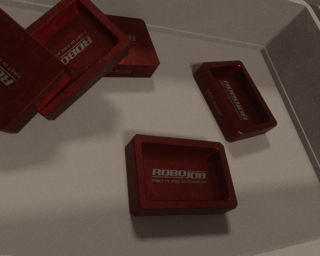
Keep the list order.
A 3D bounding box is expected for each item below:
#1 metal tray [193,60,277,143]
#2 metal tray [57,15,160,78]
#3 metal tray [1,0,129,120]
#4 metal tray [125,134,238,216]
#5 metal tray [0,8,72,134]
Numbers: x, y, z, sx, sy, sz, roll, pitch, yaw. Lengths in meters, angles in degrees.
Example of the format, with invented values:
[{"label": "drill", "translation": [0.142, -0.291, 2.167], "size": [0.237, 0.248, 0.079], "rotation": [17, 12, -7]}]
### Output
[{"label": "metal tray", "translation": [0.120, -0.047, 0.497], "size": [0.091, 0.030, 0.130], "rotation": [-11, 67, -33]}, {"label": "metal tray", "translation": [-0.074, -0.116, 0.435], "size": [0.131, 0.030, 0.090], "rotation": [-5, 64, -31]}, {"label": "metal tray", "translation": [-0.111, -0.084, 0.358], "size": [0.090, 0.030, 0.130], "rotation": [45, 78, 2]}, {"label": "metal tray", "translation": [0.026, 0.059, 0.381], "size": [0.131, 0.030, 0.090], "rotation": [6, 59, -25]}, {"label": "metal tray", "translation": [-0.171, -0.068, 0.319], "size": [0.130, 0.030, 0.090], "rotation": [41, 83, 4]}]
